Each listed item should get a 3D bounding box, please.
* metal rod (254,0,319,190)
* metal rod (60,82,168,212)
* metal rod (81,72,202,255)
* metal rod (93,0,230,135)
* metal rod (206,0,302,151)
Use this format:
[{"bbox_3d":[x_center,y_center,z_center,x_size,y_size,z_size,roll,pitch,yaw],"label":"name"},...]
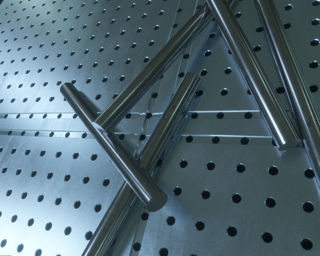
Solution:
[{"bbox_3d":[0.155,-0.057,0.361,0.025,0.025,0.299,-16,55,19],"label":"metal rod"},{"bbox_3d":[-0.081,0.005,0.424,0.025,0.025,0.300,-45,45,-3],"label":"metal rod"},{"bbox_3d":[-0.025,0.057,0.385,0.025,0.025,0.300,19,71,35],"label":"metal rod"},{"bbox_3d":[0.017,-0.108,0.436,0.025,0.025,0.301,26,67,36],"label":"metal rod"},{"bbox_3d":[0.100,-0.108,0.397,0.025,0.025,0.299,-24,60,13],"label":"metal rod"}]
